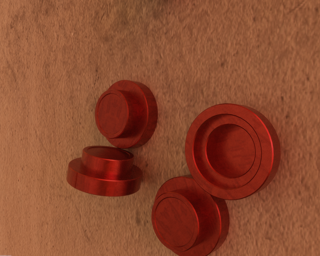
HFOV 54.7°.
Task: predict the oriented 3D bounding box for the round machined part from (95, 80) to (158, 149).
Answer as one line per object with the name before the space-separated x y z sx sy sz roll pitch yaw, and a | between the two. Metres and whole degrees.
round machined part | -0.054 -0.019 0.436 0.098 0.042 0.097 0 90 39

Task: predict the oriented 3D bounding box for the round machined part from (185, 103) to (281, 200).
round machined part | 0.078 0.024 0.328 0.098 0.042 0.097 0 90 39

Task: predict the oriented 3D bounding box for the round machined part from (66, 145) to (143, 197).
round machined part | -0.072 0.052 0.414 0.098 0.099 0.042 17 101 38

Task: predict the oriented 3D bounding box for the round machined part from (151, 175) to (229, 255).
round machined part | 0.028 0.107 0.369 0.098 0.042 0.097 0 90 39
